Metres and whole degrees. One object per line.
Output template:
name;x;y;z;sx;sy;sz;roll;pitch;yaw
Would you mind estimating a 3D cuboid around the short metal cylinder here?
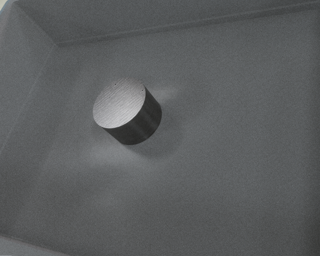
short metal cylinder;-0.044;-0.023;0.428;0.080;0.050;0.080;-13;56;21
